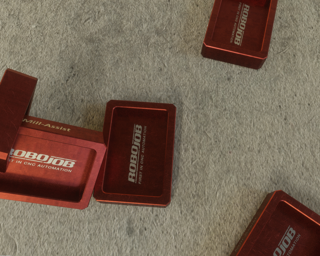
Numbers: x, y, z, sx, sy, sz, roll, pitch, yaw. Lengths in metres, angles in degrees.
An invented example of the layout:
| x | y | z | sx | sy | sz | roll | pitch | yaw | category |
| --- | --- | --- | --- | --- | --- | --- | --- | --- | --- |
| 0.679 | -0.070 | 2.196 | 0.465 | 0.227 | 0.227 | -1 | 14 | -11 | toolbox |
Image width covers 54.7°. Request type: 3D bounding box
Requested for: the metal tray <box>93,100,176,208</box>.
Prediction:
| x | y | z | sx | sy | sz | roll | pitch | yaw | category |
| --- | --- | --- | --- | --- | --- | --- | --- | --- | --- |
| -0.028 | 0.031 | 0.393 | 0.091 | 0.030 | 0.130 | 4 | 70 | 1 | metal tray |

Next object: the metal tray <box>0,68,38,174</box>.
| x | y | z | sx | sy | sz | roll | pitch | yaw | category |
| --- | --- | --- | --- | --- | --- | --- | --- | --- | --- |
| -0.173 | 0.003 | 0.347 | 0.030 | 0.129 | 0.090 | 20 | 64 | -21 | metal tray |

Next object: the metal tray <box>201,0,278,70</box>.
| x | y | z | sx | sy | sz | roll | pitch | yaw | category |
| --- | --- | --- | --- | --- | --- | --- | --- | --- | --- |
| 0.120 | -0.158 | 0.463 | 0.090 | 0.030 | 0.130 | 15 | 71 | 5 | metal tray |

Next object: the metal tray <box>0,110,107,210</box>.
| x | y | z | sx | sy | sz | roll | pitch | yaw | category |
| --- | --- | --- | --- | --- | --- | --- | --- | --- | --- |
| -0.133 | 0.037 | 0.339 | 0.131 | 0.030 | 0.089 | 14 | 110 | -19 | metal tray |

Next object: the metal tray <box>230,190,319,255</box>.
| x | y | z | sx | sy | sz | roll | pitch | yaw | category |
| --- | --- | --- | --- | --- | --- | --- | --- | --- | --- |
| 0.136 | 0.149 | 0.351 | 0.090 | 0.030 | 0.130 | 35 | 73 | 11 | metal tray |
